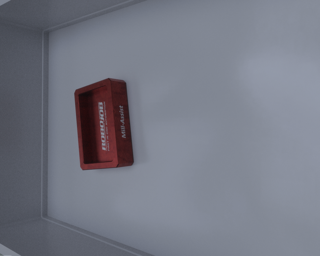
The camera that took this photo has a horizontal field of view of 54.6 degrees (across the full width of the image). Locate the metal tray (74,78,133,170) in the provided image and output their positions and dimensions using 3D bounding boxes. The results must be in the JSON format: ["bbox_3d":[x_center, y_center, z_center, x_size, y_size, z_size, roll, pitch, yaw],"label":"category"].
[{"bbox_3d":[-0.089,-0.003,0.478,0.090,0.030,0.129,-10,84,39],"label":"metal tray"}]
